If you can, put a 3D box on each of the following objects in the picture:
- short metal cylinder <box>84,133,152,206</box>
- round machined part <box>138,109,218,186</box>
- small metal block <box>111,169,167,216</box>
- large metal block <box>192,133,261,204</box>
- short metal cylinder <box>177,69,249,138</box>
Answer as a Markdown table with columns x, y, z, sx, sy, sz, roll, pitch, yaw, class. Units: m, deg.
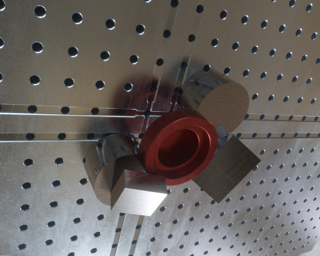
| x | y | z | sx | sy | sz | roll | pitch | yaw | class |
| --- | --- | --- | --- | --- | --- | --- | --- | --- | --- |
| -0.051 | 0.054 | 0.400 | 0.081 | 0.050 | 0.079 | -14 | 124 | -21 | short metal cylinder |
| 0.019 | 0.020 | 0.385 | 0.099 | 0.042 | 0.097 | -14 | 124 | -21 | round machined part |
| -0.026 | 0.077 | 0.364 | 0.050 | 0.025 | 0.050 | 13 | 132 | -21 | small metal block |
| 0.086 | 0.050 | 0.445 | 0.050 | 0.080 | 0.080 | 43 | 95 | -5 | large metal block |
| 0.070 | -0.032 | 0.413 | 0.081 | 0.050 | 0.079 | -14 | 124 | -21 | short metal cylinder |
